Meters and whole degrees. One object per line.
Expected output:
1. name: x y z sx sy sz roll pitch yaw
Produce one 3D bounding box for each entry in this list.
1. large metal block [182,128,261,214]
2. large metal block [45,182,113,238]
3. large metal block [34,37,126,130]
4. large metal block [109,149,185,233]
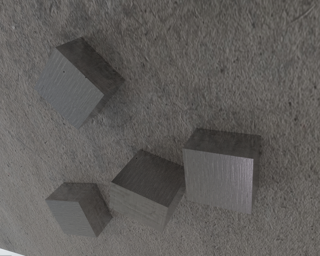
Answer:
1. large metal block: 0.077 0.051 0.381 0.080 0.050 0.079 7 122 24
2. large metal block: -0.145 0.146 0.557 0.080 0.050 0.080 -5 116 30
3. large metal block: -0.107 -0.058 0.411 0.080 0.050 0.080 44 129 -3
4. large metal block: -0.013 0.084 0.430 0.080 0.080 0.050 21 126 16
